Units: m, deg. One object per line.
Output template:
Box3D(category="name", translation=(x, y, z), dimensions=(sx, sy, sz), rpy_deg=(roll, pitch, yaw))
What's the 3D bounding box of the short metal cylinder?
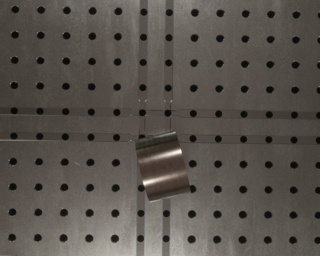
Box3D(category="short metal cylinder", translation=(0.003, 0.047, 0.386), dimensions=(0.050, 0.080, 0.080), rpy_deg=(-14, 90, 0))
